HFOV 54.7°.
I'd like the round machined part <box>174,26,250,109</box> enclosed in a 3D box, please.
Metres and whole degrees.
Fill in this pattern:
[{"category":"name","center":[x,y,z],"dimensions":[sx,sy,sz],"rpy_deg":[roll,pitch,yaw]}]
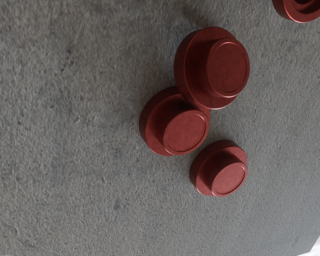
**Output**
[{"category":"round machined part","center":[0.068,-0.071,0.369],"dimensions":[0.099,0.042,0.097],"rpy_deg":[-5,98,-33]}]

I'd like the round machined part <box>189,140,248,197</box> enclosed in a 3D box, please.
[{"category":"round machined part","center":[0.100,0.071,0.497],"dimensions":[0.099,0.042,0.097],"rpy_deg":[-14,125,-21]}]

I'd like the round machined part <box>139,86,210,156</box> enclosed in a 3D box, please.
[{"category":"round machined part","center":[0.025,-0.003,0.410],"dimensions":[0.099,0.042,0.097],"rpy_deg":[-14,125,-21]}]

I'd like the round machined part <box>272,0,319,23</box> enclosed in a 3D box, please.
[{"category":"round machined part","center":[0.175,-0.184,0.380],"dimensions":[0.099,0.042,0.097],"rpy_deg":[-14,125,-21]}]
